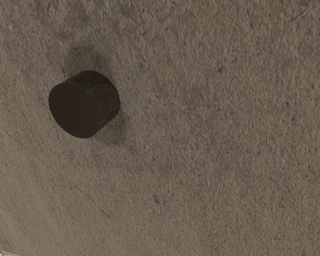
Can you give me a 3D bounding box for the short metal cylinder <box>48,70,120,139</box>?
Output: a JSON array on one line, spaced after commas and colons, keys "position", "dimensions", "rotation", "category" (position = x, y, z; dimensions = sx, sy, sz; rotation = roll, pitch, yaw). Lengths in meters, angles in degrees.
[{"position": [-0.102, -0.032, 0.423], "dimensions": [0.080, 0.050, 0.079], "rotation": [13, 124, 20], "category": "short metal cylinder"}]
